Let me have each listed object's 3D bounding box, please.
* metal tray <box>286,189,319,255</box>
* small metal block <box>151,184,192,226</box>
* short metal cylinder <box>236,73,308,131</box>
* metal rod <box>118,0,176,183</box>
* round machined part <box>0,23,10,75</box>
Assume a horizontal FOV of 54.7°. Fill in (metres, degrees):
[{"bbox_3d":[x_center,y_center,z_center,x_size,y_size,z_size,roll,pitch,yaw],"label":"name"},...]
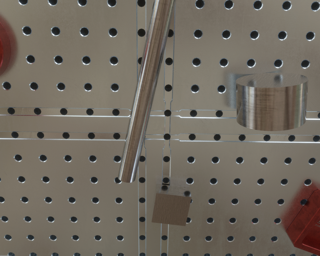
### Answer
[{"bbox_3d":[0.275,0.157,0.472,0.131,0.030,0.089,22,108,-9],"label":"metal tray"},{"bbox_3d":[0.016,0.113,0.456,0.050,0.025,0.050,8,110,-4],"label":"small metal block"},{"bbox_3d":[0.133,-0.034,0.374,0.080,0.080,0.050,-5,110,1],"label":"short metal cylinder"},{"bbox_3d":[-0.014,-0.066,0.388,0.025,0.025,0.298,12,110,-5],"label":"metal rod"},{"bbox_3d":[-0.236,-0.097,0.365,0.099,0.042,0.097,0,110,-1],"label":"round machined part"}]
